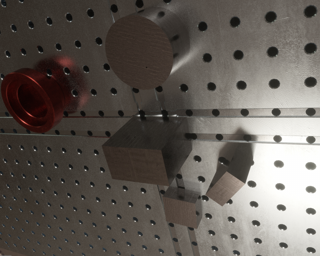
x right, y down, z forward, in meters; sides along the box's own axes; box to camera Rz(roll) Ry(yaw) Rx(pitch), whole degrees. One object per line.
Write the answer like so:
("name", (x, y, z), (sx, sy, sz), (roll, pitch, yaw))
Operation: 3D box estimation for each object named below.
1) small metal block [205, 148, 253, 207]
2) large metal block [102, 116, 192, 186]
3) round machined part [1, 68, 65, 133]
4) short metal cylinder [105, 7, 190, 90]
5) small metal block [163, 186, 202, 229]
("small metal block", (0.087, 0.061, 0.386), (0.025, 0.050, 0.050), (35, 129, 5))
("large metal block", (-0.013, 0.026, 0.397), (0.080, 0.080, 0.050), (2, 119, 27))
("round machined part", (-0.185, -0.044, 0.468), (0.098, 0.042, 0.097), (13, 124, 20))
("short metal cylinder", (-0.013, -0.089, 0.345), (0.080, 0.050, 0.079), (13, 124, 20))
("small metal block", (0.035, 0.119, 0.465), (0.050, 0.025, 0.050), (7, 122, 24))
